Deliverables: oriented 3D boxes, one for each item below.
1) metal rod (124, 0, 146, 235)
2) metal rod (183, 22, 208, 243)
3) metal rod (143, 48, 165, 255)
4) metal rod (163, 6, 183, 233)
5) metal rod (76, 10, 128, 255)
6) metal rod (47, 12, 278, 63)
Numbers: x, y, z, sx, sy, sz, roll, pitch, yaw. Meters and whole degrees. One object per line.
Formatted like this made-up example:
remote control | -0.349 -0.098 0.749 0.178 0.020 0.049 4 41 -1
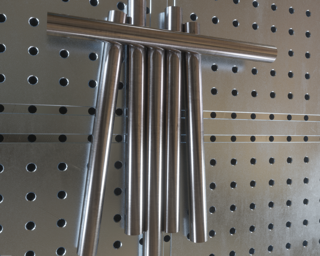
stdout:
metal rod | -0.032 -0.015 0.401 0.025 0.025 0.298 1 90 -20
metal rod | 0.048 0.006 0.430 0.025 0.025 0.298 -2 91 -20
metal rod | -0.008 0.041 0.409 0.025 0.025 0.298 1 90 -20
metal rod | 0.016 -0.011 0.420 0.025 0.025 0.298 1 90 -20
metal rod | -0.071 0.005 0.385 0.025 0.025 0.299 8 87 -20
metal rod | 0.018 -0.110 0.392 0.302 0.025 0.025 2 90 -20
